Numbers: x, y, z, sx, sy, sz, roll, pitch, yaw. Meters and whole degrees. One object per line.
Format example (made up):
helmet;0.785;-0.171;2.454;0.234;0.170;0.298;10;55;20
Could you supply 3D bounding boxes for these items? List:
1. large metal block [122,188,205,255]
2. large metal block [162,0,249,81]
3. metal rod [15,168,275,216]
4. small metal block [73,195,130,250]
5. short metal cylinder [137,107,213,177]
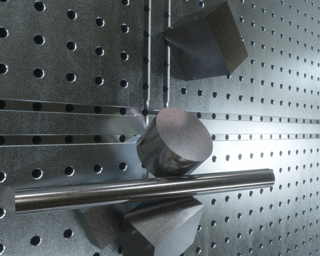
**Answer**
large metal block;0.002;0.124;0.374;0.081;0.050;0.079;-28;140;-37
large metal block;0.062;-0.116;0.428;0.050;0.080;0.080;-45;117;-31
metal rod;0.003;0.068;0.353;0.303;0.025;0.025;-1;91;-22
small metal block;-0.064;0.101;0.358;0.050;0.025;0.050;-33;111;-35
short metal cylinder;0.018;0.020;0.385;0.080;0.050;0.080;21;43;-21
